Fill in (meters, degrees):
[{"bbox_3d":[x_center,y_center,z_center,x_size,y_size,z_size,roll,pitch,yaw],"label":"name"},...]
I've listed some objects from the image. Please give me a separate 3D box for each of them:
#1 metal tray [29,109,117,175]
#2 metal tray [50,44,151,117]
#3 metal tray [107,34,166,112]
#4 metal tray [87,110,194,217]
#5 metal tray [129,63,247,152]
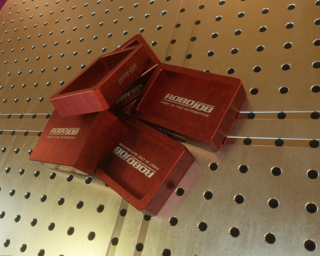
[{"bbox_3d":[-0.127,0.014,0.442,0.130,0.030,0.090,-1,61,44],"label":"metal tray"},{"bbox_3d":[-0.080,-0.069,0.435,0.090,0.030,0.130,-6,35,34],"label":"metal tray"},{"bbox_3d":[-0.063,-0.081,0.488,0.130,0.030,0.090,-34,50,5],"label":"metal tray"},{"bbox_3d":[-0.034,0.039,0.398,0.130,0.030,0.090,28,78,37],"label":"metal tray"},{"bbox_3d":[0.034,-0.032,0.406,0.130,0.030,0.090,20,73,35],"label":"metal tray"}]
